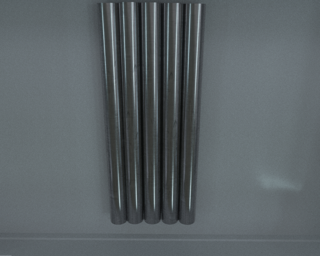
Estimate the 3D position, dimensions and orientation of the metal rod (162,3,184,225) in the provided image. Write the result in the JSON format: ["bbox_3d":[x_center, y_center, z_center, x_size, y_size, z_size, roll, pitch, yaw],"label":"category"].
[{"bbox_3d":[0.015,-0.004,0.408,0.025,0.025,0.298,0,110,0],"label":"metal rod"}]

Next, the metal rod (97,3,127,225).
[{"bbox_3d":[-0.060,-0.004,0.408,0.025,0.025,0.298,0,110,0],"label":"metal rod"}]

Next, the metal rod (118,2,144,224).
[{"bbox_3d":[-0.036,-0.005,0.408,0.025,0.025,0.298,0,110,0],"label":"metal rod"}]

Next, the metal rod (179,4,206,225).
[{"bbox_3d":[0.040,-0.004,0.409,0.025,0.025,0.298,0,110,0],"label":"metal rod"}]

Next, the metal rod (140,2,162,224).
[{"bbox_3d":[-0.011,-0.005,0.408,0.025,0.025,0.298,0,110,0],"label":"metal rod"}]
